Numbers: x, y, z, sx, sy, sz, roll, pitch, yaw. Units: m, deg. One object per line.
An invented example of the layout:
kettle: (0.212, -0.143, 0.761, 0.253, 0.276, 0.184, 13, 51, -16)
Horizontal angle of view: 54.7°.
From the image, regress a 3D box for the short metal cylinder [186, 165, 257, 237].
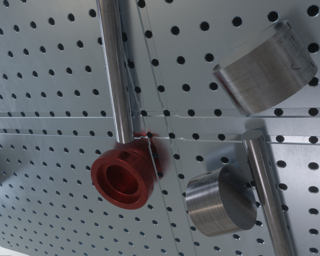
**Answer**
short metal cylinder: (0.078, 0.092, 0.392, 0.050, 0.080, 0.080, -29, 103, 37)

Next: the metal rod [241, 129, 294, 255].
metal rod: (0.157, 0.138, 0.413, 0.025, 0.025, 0.299, -8, 115, 32)

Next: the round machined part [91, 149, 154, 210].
round machined part: (-0.053, 0.074, 0.474, 0.098, 0.042, 0.097, 13, 124, 21)

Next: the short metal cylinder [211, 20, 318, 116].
short metal cylinder: (0.096, -0.056, 0.291, 0.080, 0.080, 0.050, -30, 102, 38)

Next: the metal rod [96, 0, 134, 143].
metal rod: (-0.058, -0.113, 0.371, 0.025, 0.025, 0.298, 10, 123, 23)
